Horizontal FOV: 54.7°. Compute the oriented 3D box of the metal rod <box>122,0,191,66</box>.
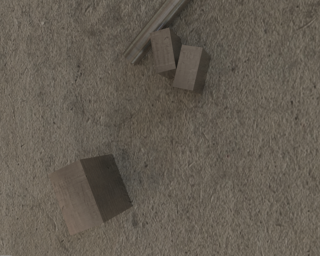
[{"bbox_3d":[0.056,-0.201,0.389,0.025,0.025,0.299,46,104,14],"label":"metal rod"}]

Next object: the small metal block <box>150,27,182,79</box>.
[{"bbox_3d":[0.012,-0.092,0.392,0.025,0.050,0.050,-10,87,20],"label":"small metal block"}]

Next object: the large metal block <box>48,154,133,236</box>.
[{"bbox_3d":[-0.089,0.084,0.411,0.050,0.080,0.080,-25,82,18],"label":"large metal block"}]

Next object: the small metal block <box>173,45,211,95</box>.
[{"bbox_3d":[0.040,-0.070,0.381,0.025,0.050,0.050,14,95,19],"label":"small metal block"}]
